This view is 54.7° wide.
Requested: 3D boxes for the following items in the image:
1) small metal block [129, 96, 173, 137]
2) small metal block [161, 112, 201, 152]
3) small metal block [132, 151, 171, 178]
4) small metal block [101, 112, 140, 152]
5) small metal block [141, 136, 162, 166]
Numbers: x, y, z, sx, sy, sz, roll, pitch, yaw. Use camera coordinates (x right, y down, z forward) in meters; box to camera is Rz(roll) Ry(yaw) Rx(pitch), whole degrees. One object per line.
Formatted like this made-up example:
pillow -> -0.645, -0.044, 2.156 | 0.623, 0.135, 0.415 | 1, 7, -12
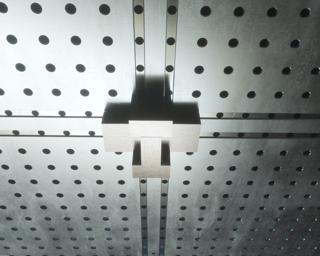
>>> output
small metal block -> -0.011, -0.015, 0.382 | 0.050, 0.050, 0.025 | 1, 130, -1
small metal block -> 0.026, 0.006, 0.417 | 0.050, 0.025, 0.050 | 1, 130, -1
small metal block -> -0.012, 0.042, 0.431 | 0.050, 0.050, 0.025 | 1, 130, -1
small metal block -> -0.049, 0.006, 0.415 | 0.050, 0.025, 0.050 | 0, 130, -1
small metal block -> -0.011, 0.014, 0.406 | 0.025, 0.050, 0.050 | 1, 130, -1
